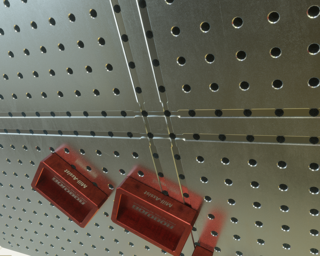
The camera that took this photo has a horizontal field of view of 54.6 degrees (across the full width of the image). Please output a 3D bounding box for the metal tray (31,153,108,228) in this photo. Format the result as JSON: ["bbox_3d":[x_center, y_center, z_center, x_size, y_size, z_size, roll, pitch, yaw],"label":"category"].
[{"bbox_3d":[-0.168,0.116,0.569,0.130,0.030,0.090,39,129,2],"label":"metal tray"}]

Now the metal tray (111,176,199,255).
[{"bbox_3d":[-0.012,0.144,0.504,0.130,0.030,0.089,25,127,13],"label":"metal tray"}]

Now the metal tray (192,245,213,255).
[{"bbox_3d":[0.047,0.268,0.510,0.030,0.090,0.129,22,127,15],"label":"metal tray"}]
